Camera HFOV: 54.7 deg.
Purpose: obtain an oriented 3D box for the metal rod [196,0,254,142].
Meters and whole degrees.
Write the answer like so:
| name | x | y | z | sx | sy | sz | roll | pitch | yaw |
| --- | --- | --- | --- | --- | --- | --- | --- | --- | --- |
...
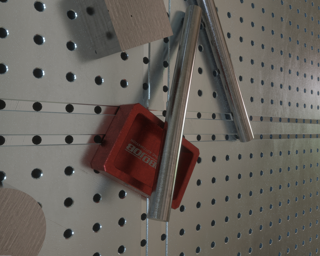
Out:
| name | x | y | z | sx | sy | sz | roll | pitch | yaw |
| --- | --- | --- | --- | --- | --- | --- | --- | --- | --- |
| metal rod | 0.099 | -0.114 | 0.494 | 0.025 | 0.025 | 0.298 | -34 | 111 | -35 |

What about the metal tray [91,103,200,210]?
| name | x | y | z | sx | sy | sz | roll | pitch | yaw |
| --- | --- | --- | --- | --- | --- | --- | --- | --- | --- |
| metal tray | -0.012 | 0.038 | 0.397 | 0.130 | 0.030 | 0.090 | 37 | 67 | -34 |

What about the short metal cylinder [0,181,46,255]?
| name | x | y | z | sx | sy | sz | roll | pitch | yaw |
| --- | --- | --- | --- | --- | --- | --- | --- | --- | --- |
| short metal cylinder | -0.149 | 0.088 | 0.269 | 0.081 | 0.050 | 0.079 | 0 | 90 | -40 |

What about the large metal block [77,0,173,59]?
| name | x | y | z | sx | sy | sz | roll | pitch | yaw |
| --- | --- | --- | --- | --- | --- | --- | --- | --- | --- |
| large metal block | -0.040 | -0.134 | 0.360 | 0.081 | 0.050 | 0.080 | -29 | 109 | -36 |

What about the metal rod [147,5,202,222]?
| name | x | y | z | sx | sy | sz | roll | pitch | yaw |
| --- | --- | --- | --- | --- | --- | --- | --- | --- | --- |
| metal rod | 0.024 | -0.035 | 0.398 | 0.025 | 0.025 | 0.299 | 28 | 62 | -37 |
